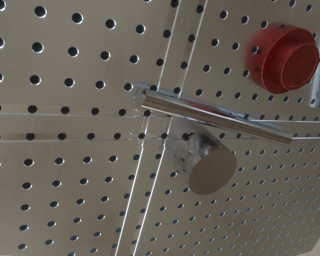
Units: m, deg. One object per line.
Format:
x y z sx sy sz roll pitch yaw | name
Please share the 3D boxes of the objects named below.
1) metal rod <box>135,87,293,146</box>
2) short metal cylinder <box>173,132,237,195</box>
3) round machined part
0.099 -0.009 0.458 0.302 0.025 0.025 13 112 -34 | metal rod
0.066 0.053 0.464 0.081 0.050 0.079 -14 124 -21 | short metal cylinder
0.186 -0.093 0.444 0.099 0.042 0.097 -14 124 -21 | round machined part
